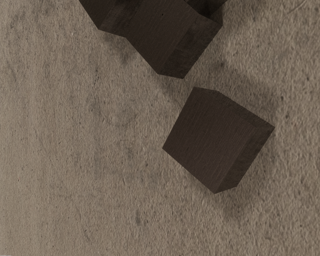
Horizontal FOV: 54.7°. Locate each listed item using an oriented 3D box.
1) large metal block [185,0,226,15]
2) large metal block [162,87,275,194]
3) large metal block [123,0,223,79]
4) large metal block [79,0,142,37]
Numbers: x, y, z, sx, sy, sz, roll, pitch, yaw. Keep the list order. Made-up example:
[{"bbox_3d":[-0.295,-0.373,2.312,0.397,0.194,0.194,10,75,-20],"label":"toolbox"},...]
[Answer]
[{"bbox_3d":[0.056,-0.188,0.341,0.080,0.050,0.080,-36,68,33],"label":"large metal block"},{"bbox_3d":[0.061,0.011,0.337,0.080,0.050,0.079,40,114,32],"label":"large metal block"},{"bbox_3d":[0.013,-0.118,0.376,0.080,0.050,0.080,52,120,27],"label":"large metal block"},{"bbox_3d":[-0.065,-0.191,0.440,0.080,0.050,0.080,-48,62,29],"label":"large metal block"}]
